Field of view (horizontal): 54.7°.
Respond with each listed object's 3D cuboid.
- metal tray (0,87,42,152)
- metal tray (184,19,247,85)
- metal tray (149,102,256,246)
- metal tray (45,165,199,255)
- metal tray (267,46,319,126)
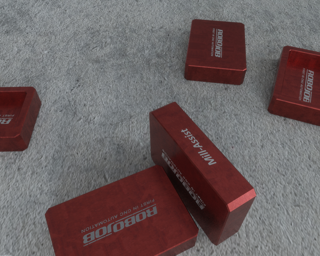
[{"bbox_3d":[-0.235,-0.013,0.408,0.131,0.030,0.090,-1,50,-1],"label":"metal tray"},{"bbox_3d":[0.092,-0.128,0.508,0.090,0.030,0.130,7,50,5],"label":"metal tray"},{"bbox_3d":[0.035,0.046,0.322,0.030,0.090,0.130,-25,55,-20],"label":"metal tray"},{"bbox_3d":[-0.039,0.101,0.315,0.131,0.030,0.090,-20,53,-16],"label":"metal tray"},{"bbox_3d":[0.216,-0.065,0.455,0.090,0.030,0.130,16,52,13],"label":"metal tray"}]
